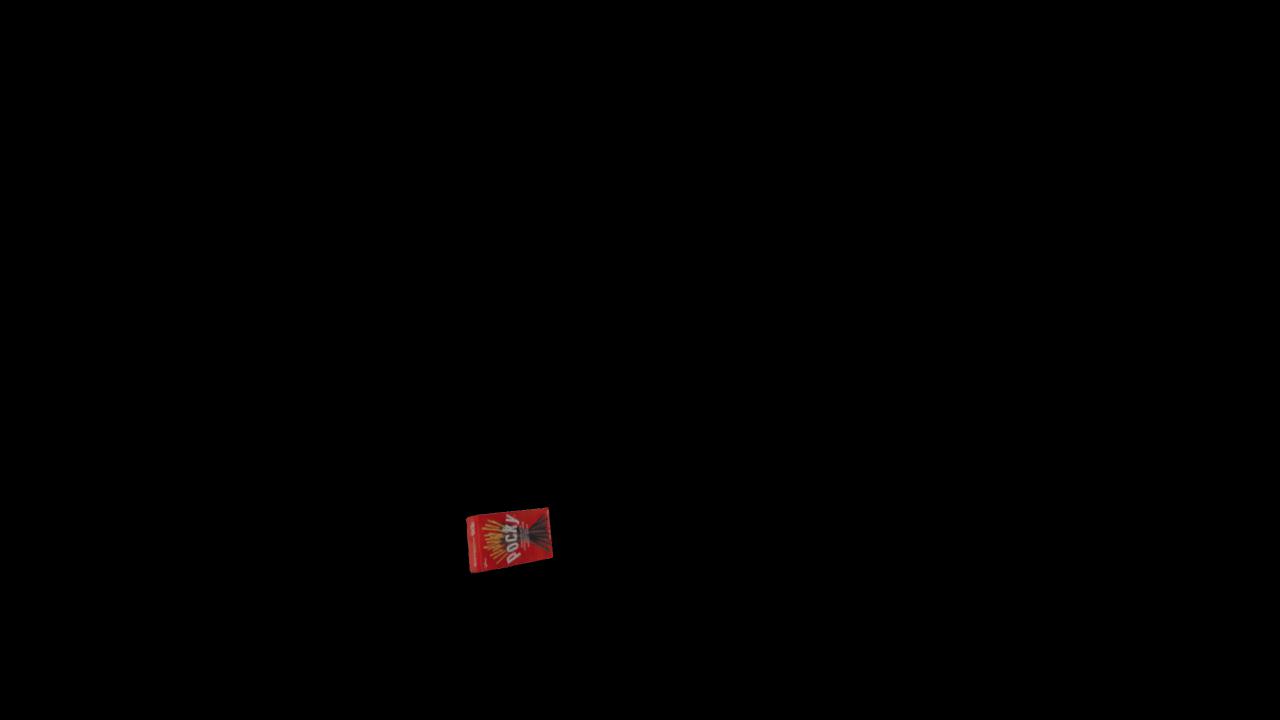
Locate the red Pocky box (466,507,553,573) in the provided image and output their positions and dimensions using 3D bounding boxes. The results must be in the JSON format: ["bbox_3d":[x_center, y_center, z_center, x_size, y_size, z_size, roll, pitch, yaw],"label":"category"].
[{"bbox_3d":[-0.198,0.277,0.955,0.028,0.083,0.155,-16,-16,33],"label":"red Pocky box"}]
